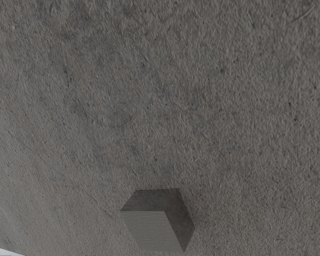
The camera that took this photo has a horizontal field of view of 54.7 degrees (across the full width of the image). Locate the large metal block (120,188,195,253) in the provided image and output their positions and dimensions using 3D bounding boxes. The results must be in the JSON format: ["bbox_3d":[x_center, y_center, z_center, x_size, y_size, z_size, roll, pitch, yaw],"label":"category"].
[{"bbox_3d":[-0.002,0.143,0.480,0.080,0.050,0.080,-10,114,32],"label":"large metal block"}]
